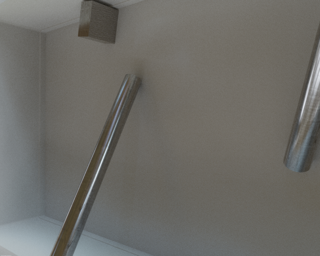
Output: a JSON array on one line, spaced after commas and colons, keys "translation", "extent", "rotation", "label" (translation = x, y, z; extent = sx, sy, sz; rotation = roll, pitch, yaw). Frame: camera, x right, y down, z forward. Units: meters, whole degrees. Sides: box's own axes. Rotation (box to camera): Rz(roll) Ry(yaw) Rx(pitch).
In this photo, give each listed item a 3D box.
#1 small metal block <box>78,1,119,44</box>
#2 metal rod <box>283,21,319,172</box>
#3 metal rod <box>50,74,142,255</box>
[{"translation": [-0.092, -0.157, 0.464], "extent": [0.025, 0.050, 0.050], "rotation": [14, 99, 39], "label": "small metal block"}, {"translation": [0.127, -0.087, 0.213], "extent": [0.025, 0.025, 0.298], "rotation": [29, 136, 36], "label": "metal rod"}, {"translation": [-0.085, 0.064, 0.391], "extent": [0.025, 0.025, 0.299], "rotation": [4, 66, 39], "label": "metal rod"}]
